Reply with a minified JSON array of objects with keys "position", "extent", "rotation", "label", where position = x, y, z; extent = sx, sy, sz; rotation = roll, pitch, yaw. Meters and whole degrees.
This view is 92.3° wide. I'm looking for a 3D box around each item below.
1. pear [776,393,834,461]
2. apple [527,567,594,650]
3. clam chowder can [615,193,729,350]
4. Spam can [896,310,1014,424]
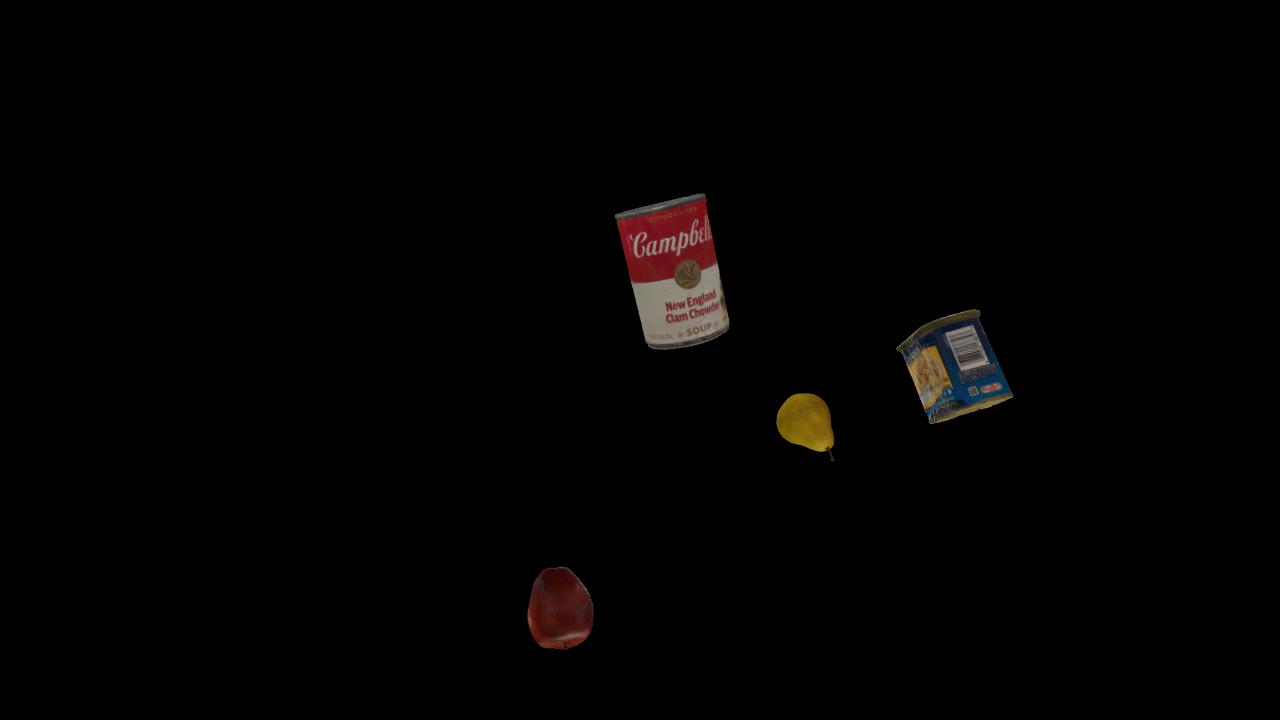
[{"position":[0.250,0.097,0.886],"extent":[0.080,0.080,0.111],"rotation":[0,26,-30],"label":"pear"},{"position":[-0.093,0.292,0.721],"extent":[0.079,0.093,0.079],"rotation":[-11,-37,-9],"label":"apple"},{"position":[0.025,-0.066,0.460],"extent":[0.068,0.102,0.068],"rotation":[-12,16,4],"label":"clam chowder can"},{"position":[0.299,0.010,0.590],"extent":[0.058,0.085,0.101],"rotation":[-16,-15,3],"label":"Spam can"}]
